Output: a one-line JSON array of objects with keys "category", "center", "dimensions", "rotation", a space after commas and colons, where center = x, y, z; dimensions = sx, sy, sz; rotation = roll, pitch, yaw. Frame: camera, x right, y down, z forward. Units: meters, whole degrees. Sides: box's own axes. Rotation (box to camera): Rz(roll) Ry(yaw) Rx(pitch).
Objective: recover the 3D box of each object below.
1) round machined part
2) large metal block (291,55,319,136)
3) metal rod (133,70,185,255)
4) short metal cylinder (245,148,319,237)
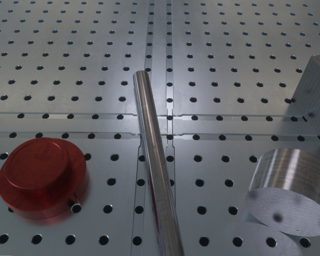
[{"category": "round machined part", "center": [-0.134, 0.049, 0.354], "dimensions": [0.099, 0.042, 0.098], "rotation": [0, 50, 0]}, {"category": "large metal block", "center": [0.230, -0.043, 0.410], "dimensions": [0.050, 0.080, 0.080], "rotation": [-13, 51, -11]}, {"category": "metal rod", "center": [-0.006, 0.035, 0.377], "dimensions": [0.025, 0.025, 0.300], "rotation": [-7, 50, -6]}, {"category": "short metal cylinder", "center": [0.134, 0.066, 0.317], "dimensions": [0.080, 0.080, 0.050], "rotation": [21, 53, 17]}]
